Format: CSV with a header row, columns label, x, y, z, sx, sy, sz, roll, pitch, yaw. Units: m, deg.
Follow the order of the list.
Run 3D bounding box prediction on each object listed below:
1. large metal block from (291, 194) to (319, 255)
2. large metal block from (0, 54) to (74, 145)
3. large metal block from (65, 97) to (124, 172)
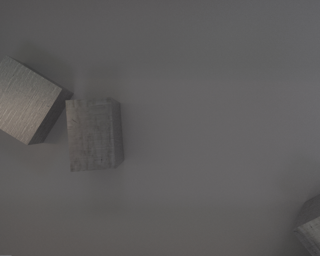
label,x,y,z,sx,sy,sz,roll,pitch,yaw
large metal block,0.215,0.127,0.371,0.080,0.081,0.050,52,126,12
large metal block,-0.173,-0.034,0.397,0.080,0.050,0.080,32,90,0
large metal block,-0.077,0.007,0.383,0.050,0.080,0.080,-4,90,0
